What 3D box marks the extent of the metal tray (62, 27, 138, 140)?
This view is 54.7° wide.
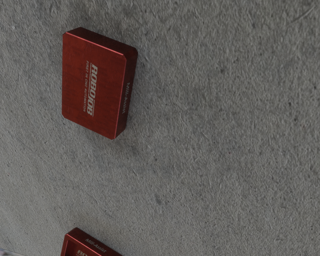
[{"bbox_3d":[-0.084,-0.056,0.413,0.090,0.030,0.129,24,127,13],"label":"metal tray"}]

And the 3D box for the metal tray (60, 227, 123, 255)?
[{"bbox_3d":[-0.138,0.270,0.620,0.130,0.030,0.089,24,110,19],"label":"metal tray"}]
